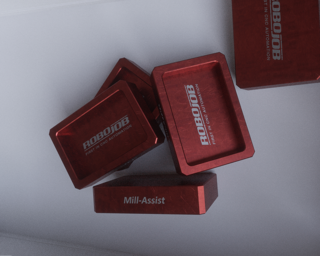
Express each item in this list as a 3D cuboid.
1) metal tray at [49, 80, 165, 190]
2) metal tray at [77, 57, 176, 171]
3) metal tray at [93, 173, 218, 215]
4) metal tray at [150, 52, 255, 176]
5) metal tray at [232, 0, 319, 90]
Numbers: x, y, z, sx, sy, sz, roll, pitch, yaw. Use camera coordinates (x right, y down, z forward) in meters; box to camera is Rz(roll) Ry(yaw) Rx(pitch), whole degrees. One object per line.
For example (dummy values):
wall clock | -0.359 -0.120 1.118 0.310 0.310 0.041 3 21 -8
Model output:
metal tray | -0.070 0.010 0.398 0.130 0.030 0.090 -32 80 17
metal tray | -0.049 -0.018 0.423 0.090 0.030 0.129 39 102 15
metal tray | -0.002 0.077 0.375 0.130 0.090 0.030 -5 89 19
metal tray | 0.048 -0.017 0.369 0.091 0.030 0.129 -15 84 -9
metal tray | 0.131 -0.112 0.350 0.090 0.030 0.129 -3 90 33
